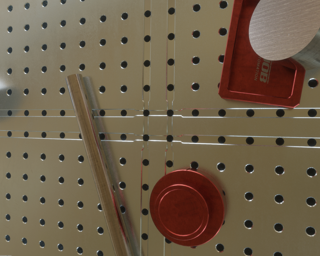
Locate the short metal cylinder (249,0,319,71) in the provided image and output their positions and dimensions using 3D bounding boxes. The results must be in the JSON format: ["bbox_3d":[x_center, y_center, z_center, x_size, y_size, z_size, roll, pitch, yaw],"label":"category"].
[{"bbox_3d":[0.140,-0.103,0.317,0.080,0.050,0.080,-11,76,52],"label":"short metal cylinder"}]

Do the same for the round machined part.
[{"bbox_3d":[0.032,0.102,0.392,0.098,0.042,0.097,0,90,20],"label":"round machined part"}]

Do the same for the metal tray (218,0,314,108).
[{"bbox_3d":[0.126,-0.093,0.365,0.090,0.030,0.129,10,93,19],"label":"metal tray"}]

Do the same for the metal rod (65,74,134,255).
[{"bbox_3d":[-0.083,0.067,0.441,0.025,0.025,0.299,-19,84,19],"label":"metal rod"}]
